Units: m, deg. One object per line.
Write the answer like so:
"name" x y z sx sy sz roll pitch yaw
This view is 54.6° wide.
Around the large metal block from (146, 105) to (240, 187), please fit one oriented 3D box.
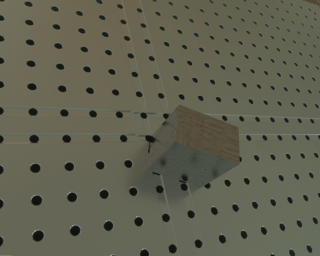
"large metal block" 0.039 0.025 0.378 0.080 0.080 0.050 20 54 -17
